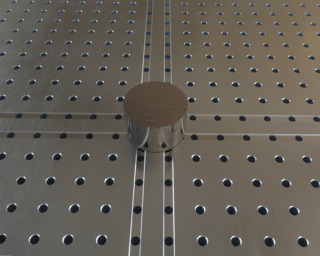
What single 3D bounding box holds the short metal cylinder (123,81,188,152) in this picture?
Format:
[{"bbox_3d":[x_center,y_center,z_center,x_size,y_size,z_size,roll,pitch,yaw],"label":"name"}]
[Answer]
[{"bbox_3d":[-0.006,-0.015,0.404,0.081,0.050,0.080,0,50,0],"label":"short metal cylinder"}]
